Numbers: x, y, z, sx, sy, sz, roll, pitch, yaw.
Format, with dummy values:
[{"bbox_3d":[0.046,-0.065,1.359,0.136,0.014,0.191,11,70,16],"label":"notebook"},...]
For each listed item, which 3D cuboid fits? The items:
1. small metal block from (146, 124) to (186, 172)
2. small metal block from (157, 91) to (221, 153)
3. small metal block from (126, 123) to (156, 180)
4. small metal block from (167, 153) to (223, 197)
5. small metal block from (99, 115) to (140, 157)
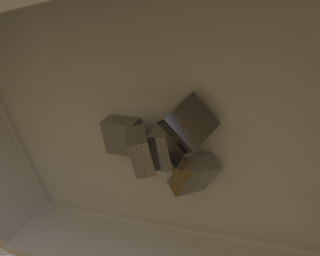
[{"bbox_3d":[0.010,0.021,0.397,0.025,0.050,0.050,1,119,27],"label":"small metal block"},{"bbox_3d":[0.034,-0.006,0.364,0.050,0.050,0.025,48,161,-6],"label":"small metal block"},{"bbox_3d":[-0.025,0.029,0.397,0.025,0.050,0.050,-14,119,-1],"label":"small metal block"},{"bbox_3d":[0.044,0.061,0.400,0.025,0.050,0.050,58,136,32],"label":"small metal block"},{"bbox_3d":[-0.053,0.012,0.438,0.050,0.025,0.050,6,121,24],"label":"small metal block"}]
